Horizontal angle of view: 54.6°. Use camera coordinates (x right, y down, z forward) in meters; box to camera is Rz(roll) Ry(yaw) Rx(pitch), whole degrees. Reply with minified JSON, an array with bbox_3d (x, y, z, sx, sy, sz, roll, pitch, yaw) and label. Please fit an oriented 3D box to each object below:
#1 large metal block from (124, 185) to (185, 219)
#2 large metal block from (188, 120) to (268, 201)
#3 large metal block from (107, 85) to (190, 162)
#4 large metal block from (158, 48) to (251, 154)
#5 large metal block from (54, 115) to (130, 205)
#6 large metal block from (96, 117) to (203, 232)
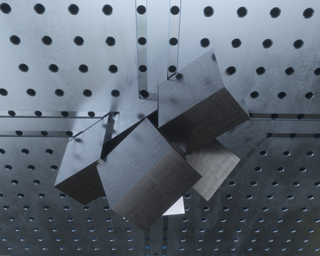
[{"bbox_3d":[-0.007,0.087,0.440,0.080,0.080,0.050,-7,93,6],"label":"large metal block"},{"bbox_3d":[0.080,0.034,0.396,0.050,0.081,0.080,42,130,19],"label":"large metal block"},{"bbox_3d":[-0.009,0.006,0.401,0.080,0.050,0.080,-32,123,24],"label":"large metal block"},{"bbox_3d":[0.045,-0.031,0.349,0.080,0.080,0.050,-32,124,24],"label":"large metal block"},{"bbox_3d":[-0.084,0.042,0.409,0.080,0.080,0.050,-31,124,23],"label":"large metal block"},{"bbox_3d":[-0.015,0.046,0.332,0.080,0.080,0.050,-44,121,1],"label":"large metal block"}]
